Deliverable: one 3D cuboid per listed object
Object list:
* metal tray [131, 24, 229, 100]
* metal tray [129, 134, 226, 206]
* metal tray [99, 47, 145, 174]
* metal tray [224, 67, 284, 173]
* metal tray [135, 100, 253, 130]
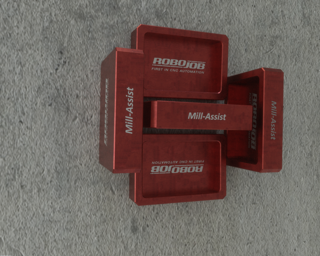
[{"bbox_3d":[0.027,-0.084,0.417,0.131,0.030,0.089,0,93,-20],"label":"metal tray"},{"bbox_3d":[0.026,0.053,0.418,0.131,0.030,0.089,1,89,-20],"label":"metal tray"},{"bbox_3d":[-0.047,-0.018,0.358,0.030,0.090,0.129,1,90,-21],"label":"metal tray"},{"bbox_3d":[0.124,-0.010,0.421,0.030,0.090,0.129,1,90,-20],"label":"metal tray"},{"bbox_3d":[0.038,-0.014,0.391,0.131,0.090,0.030,1,91,-20],"label":"metal tray"}]
